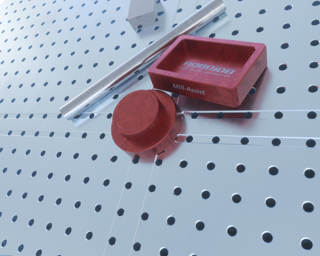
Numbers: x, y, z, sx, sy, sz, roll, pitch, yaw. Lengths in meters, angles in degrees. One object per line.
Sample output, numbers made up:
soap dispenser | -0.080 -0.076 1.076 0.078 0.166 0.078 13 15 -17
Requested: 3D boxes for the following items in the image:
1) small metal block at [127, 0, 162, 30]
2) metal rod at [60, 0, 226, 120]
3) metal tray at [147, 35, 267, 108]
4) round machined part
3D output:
small metal block | -0.027 -0.207 0.548 0.050 0.025 0.050 -9 58 23
metal rod | -0.030 -0.106 0.487 0.300 0.025 0.025 -34 52 5
metal tray | 0.061 -0.080 0.406 0.130 0.030 0.090 18 56 34
round machined part | -0.024 -0.012 0.416 0.098 0.042 0.098 -13 56 20
